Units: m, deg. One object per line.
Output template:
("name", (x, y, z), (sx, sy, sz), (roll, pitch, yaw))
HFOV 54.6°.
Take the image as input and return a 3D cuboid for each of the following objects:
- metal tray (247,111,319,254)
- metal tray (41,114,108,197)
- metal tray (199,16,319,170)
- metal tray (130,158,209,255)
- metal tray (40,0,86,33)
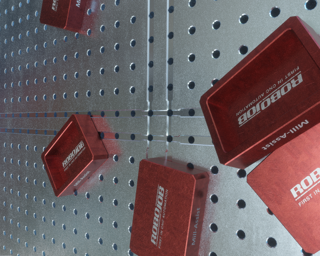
("metal tray", (0.155, 0.038, 0.279), (0.129, 0.030, 0.090), (-52, 60, 27))
("metal tray", (-0.150, 0.048, 0.531), (0.129, 0.030, 0.090), (-44, 64, 31))
("metal tray", (0.102, -0.029, 0.299), (0.129, 0.030, 0.090), (-42, 46, 36))
("metal tray", (0.009, 0.111, 0.400), (0.090, 0.030, 0.129), (12, 98, 39))
("metal tray", (-0.166, -0.241, 0.545), (0.090, 0.030, 0.129), (24, 105, 37))
